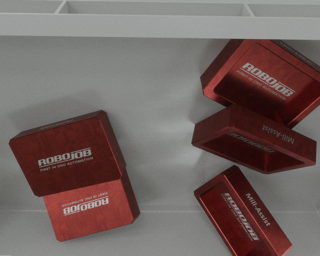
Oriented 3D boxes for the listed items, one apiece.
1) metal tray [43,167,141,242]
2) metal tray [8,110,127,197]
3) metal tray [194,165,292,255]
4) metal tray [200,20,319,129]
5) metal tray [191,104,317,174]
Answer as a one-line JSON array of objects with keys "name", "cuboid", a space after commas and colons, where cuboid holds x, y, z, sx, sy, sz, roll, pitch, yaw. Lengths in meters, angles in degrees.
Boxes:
[{"name": "metal tray", "cuboid": [-0.105, 0.110, 0.465, 0.130, 0.030, 0.090, -19, 88, 15]}, {"name": "metal tray", "cuboid": [-0.122, 0.036, 0.416, 0.130, 0.030, 0.090, -14, 109, 11]}, {"name": "metal tray", "cuboid": [0.112, 0.128, 0.443, 0.030, 0.130, 0.090, -23, 163, -33]}, {"name": "metal tray", "cuboid": [0.125, -0.052, 0.362, 0.131, 0.030, 0.089, 25, 126, -20]}, {"name": "metal tray", "cuboid": [0.118, 0.020, 0.397, 0.131, 0.030, 0.090, 22, 156, -18]}]
